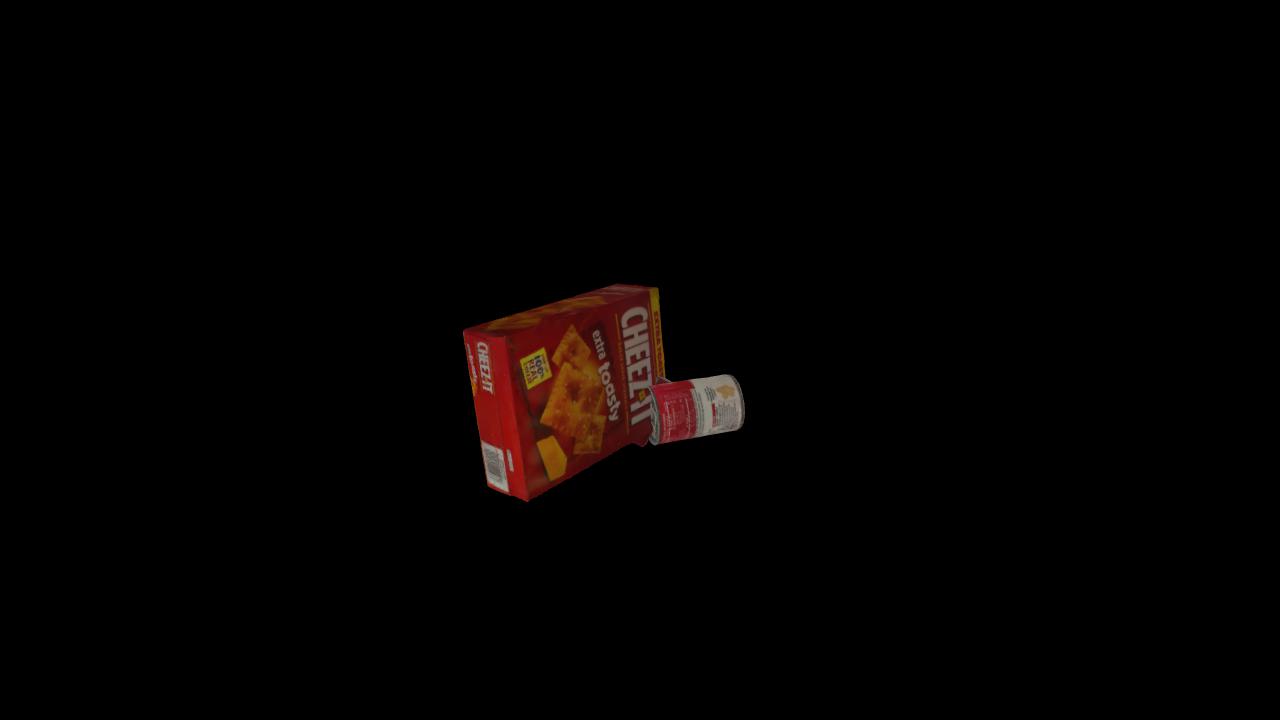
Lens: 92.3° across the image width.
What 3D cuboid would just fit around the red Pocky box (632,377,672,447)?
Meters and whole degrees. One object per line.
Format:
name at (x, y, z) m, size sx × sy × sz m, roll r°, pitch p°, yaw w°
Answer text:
red Pocky box at (-0.045, 0.029, 0.700) m, size 0.155 × 0.083 × 0.028 m, roll 28°, pitch 3°, yaw -7°

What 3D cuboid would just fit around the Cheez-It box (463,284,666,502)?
Cheez-It box at (-0.064, 0.023, 0.642) m, size 0.071 × 0.166 × 0.223 m, roll 10°, pitch 22°, yaw 38°

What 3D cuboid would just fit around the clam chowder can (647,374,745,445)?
clam chowder can at (0.059, 0.055, 0.696) m, size 0.102 × 0.068 × 0.068 m, roll -8°, pitch 2°, yaw -13°
